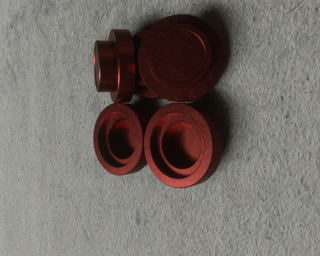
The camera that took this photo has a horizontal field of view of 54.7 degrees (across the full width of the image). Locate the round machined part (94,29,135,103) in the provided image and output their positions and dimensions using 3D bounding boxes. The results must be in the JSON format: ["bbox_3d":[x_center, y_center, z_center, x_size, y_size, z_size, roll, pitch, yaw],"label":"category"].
[{"bbox_3d":[-0.064,-0.082,0.415,0.098,0.042,0.097,177,89,-73],"label":"round machined part"}]

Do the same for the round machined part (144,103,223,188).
[{"bbox_3d":[0.031,0.020,0.368,0.098,0.042,0.097,0,90,39],"label":"round machined part"}]

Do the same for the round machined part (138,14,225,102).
[{"bbox_3d":[0.023,-0.078,0.346,0.099,0.042,0.097,1,95,8],"label":"round machined part"}]

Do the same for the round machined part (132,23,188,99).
[{"bbox_3d":[-0.010,-0.088,0.401,0.098,0.042,0.097,0,90,39],"label":"round machined part"}]

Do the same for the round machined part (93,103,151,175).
[{"bbox_3d":[-0.045,0.015,0.430,0.098,0.042,0.097,0,90,39],"label":"round machined part"}]
